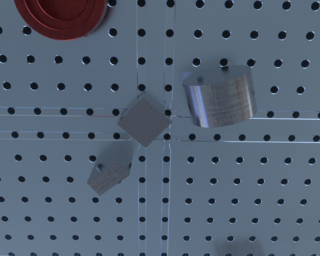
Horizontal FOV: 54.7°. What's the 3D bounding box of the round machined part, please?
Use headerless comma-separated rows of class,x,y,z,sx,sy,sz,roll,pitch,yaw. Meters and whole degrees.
round machined part,-0.107,-0.150,0.348,0.099,0.042,0.097,0,110,-1

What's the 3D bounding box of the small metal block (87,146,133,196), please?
small metal block,-0.067,0.057,0.420,0.050,0.050,0.025,-36,107,12

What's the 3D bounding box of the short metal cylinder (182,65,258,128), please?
short metal cylinder,0.072,-0.040,0.371,0.080,0.080,0.050,-13,110,4

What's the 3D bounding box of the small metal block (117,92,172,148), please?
small metal block,-0.020,-0.011,0.409,0.050,0.025,0.050,41,105,-14
